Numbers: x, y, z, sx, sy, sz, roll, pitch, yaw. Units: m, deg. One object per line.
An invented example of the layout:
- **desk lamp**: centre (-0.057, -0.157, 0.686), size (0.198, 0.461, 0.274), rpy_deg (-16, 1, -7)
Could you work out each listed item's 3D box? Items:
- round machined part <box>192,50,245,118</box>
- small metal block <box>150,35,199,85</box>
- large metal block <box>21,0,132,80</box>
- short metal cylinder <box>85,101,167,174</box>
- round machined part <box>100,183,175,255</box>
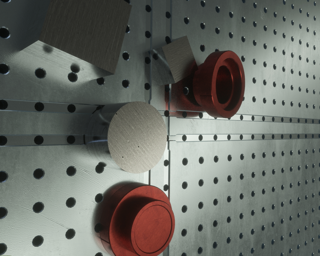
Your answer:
- **round machined part**: centre (0.085, -0.064, 0.462), size (0.099, 0.042, 0.097), rpy_deg (-9, 101, -48)
- **small metal block**: centre (0.020, -0.093, 0.426), size (0.050, 0.025, 0.050), rpy_deg (-35, 112, -35)
- **large metal block**: centre (-0.084, -0.105, 0.322), size (0.080, 0.050, 0.080), rpy_deg (20, 78, -38)
- **short metal cylinder**: centre (-0.039, 0.010, 0.360), size (0.081, 0.050, 0.080), rpy_deg (0, 90, -40)
- **round machined part**: centre (-0.020, 0.119, 0.381), size (0.099, 0.042, 0.097), rpy_deg (0, 90, -40)
